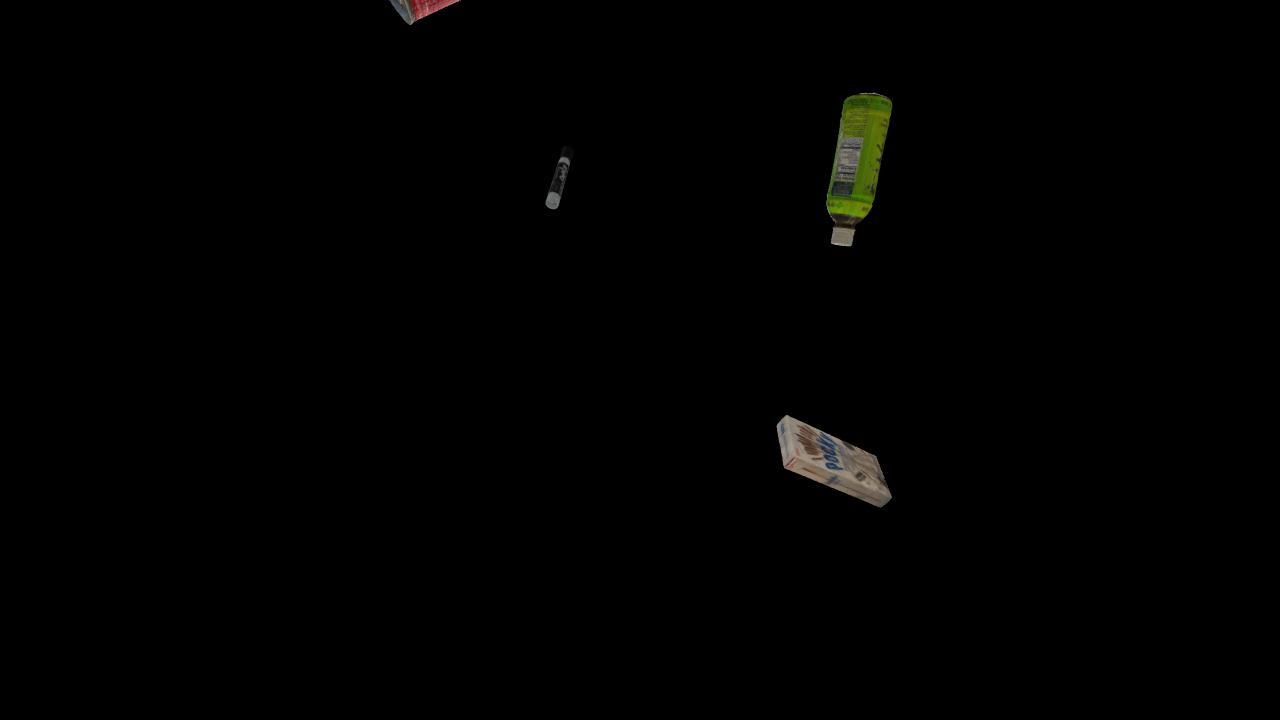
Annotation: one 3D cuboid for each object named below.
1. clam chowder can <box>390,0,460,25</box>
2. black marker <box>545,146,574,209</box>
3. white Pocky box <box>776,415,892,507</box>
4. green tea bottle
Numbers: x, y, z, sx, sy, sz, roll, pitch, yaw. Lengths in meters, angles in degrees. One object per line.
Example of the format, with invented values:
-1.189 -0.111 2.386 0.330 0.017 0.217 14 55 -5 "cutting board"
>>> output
-0.123 -0.275 0.402 0.102 0.068 0.068 -32 7 -12 "clam chowder can"
-0.113 -0.263 0.877 0.020 0.121 0.020 6 -34 4 "black marker"
0.257 0.135 0.821 0.154 0.028 0.084 24 33 -13 "white Pocky box"
0.316 -0.276 0.909 0.073 0.212 0.073 10 8 -2 "green tea bottle"
